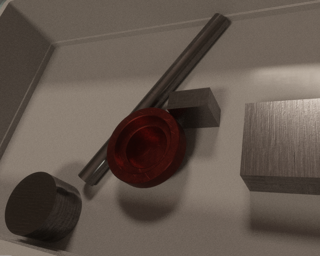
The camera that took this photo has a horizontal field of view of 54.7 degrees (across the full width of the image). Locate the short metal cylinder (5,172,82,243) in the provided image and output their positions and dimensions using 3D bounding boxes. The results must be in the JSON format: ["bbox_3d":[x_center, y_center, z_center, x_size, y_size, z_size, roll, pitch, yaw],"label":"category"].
[{"bbox_3d":[-0.151,0.103,0.403,0.080,0.050,0.080,-13,56,20],"label":"short metal cylinder"}]

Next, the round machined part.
[{"bbox_3d":[-0.013,0.027,0.382,0.098,0.042,0.098,-13,59,22],"label":"round machined part"}]

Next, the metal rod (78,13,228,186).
[{"bbox_3d":[-0.005,-0.044,0.434,0.025,0.025,0.300,33,80,38],"label":"metal rod"}]

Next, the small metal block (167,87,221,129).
[{"bbox_3d":[0.043,-0.023,0.380,0.050,0.050,0.025,-4,60,26],"label":"small metal block"}]

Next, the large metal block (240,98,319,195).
[{"bbox_3d":[0.129,0.019,0.310,0.080,0.050,0.080,-2,61,27],"label":"large metal block"}]
